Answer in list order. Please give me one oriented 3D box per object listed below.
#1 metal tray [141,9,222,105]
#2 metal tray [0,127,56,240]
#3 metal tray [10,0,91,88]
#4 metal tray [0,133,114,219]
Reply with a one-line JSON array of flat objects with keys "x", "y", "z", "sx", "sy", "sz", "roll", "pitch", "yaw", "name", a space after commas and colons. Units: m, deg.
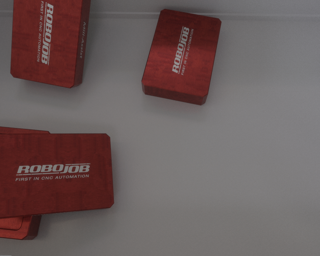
[{"x": 0.032, "y": -0.104, "z": 0.445, "sx": 0.090, "sy": 0.030, "sz": 0.130, "roll": 12, "pitch": 70, "yaw": 4, "name": "metal tray"}, {"x": -0.187, "y": 0.065, "z": 0.381, "sx": 0.091, "sy": 0.030, "sz": 0.130, "roll": 6, "pitch": 70, "yaw": 2, "name": "metal tray"}, {"x": -0.147, "y": -0.126, "z": 0.415, "sx": 0.090, "sy": 0.030, "sz": 0.129, "roll": 11, "pitch": 105, "yaw": 4, "name": "metal tray"}, {"x": -0.123, "y": 0.053, "z": 0.360, "sx": 0.131, "sy": 0.030, "sz": 0.090, "roll": 0, "pitch": 73, "yaw": -22, "name": "metal tray"}]
